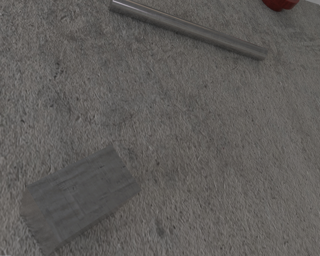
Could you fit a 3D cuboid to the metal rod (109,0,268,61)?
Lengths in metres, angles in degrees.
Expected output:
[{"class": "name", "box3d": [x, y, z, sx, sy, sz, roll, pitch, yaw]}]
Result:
[{"class": "metal rod", "box3d": [0.061, -0.169, 0.539, 0.302, 0.025, 0.025, 12, 57, -22]}]

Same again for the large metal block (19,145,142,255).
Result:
[{"class": "large metal block", "box3d": [-0.076, 0.068, 0.286, 0.081, 0.080, 0.050, -27, 77, -37]}]

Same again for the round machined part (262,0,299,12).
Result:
[{"class": "round machined part", "box3d": [0.278, -0.317, 0.735, 0.099, 0.042, 0.098, 14, 56, -21]}]
